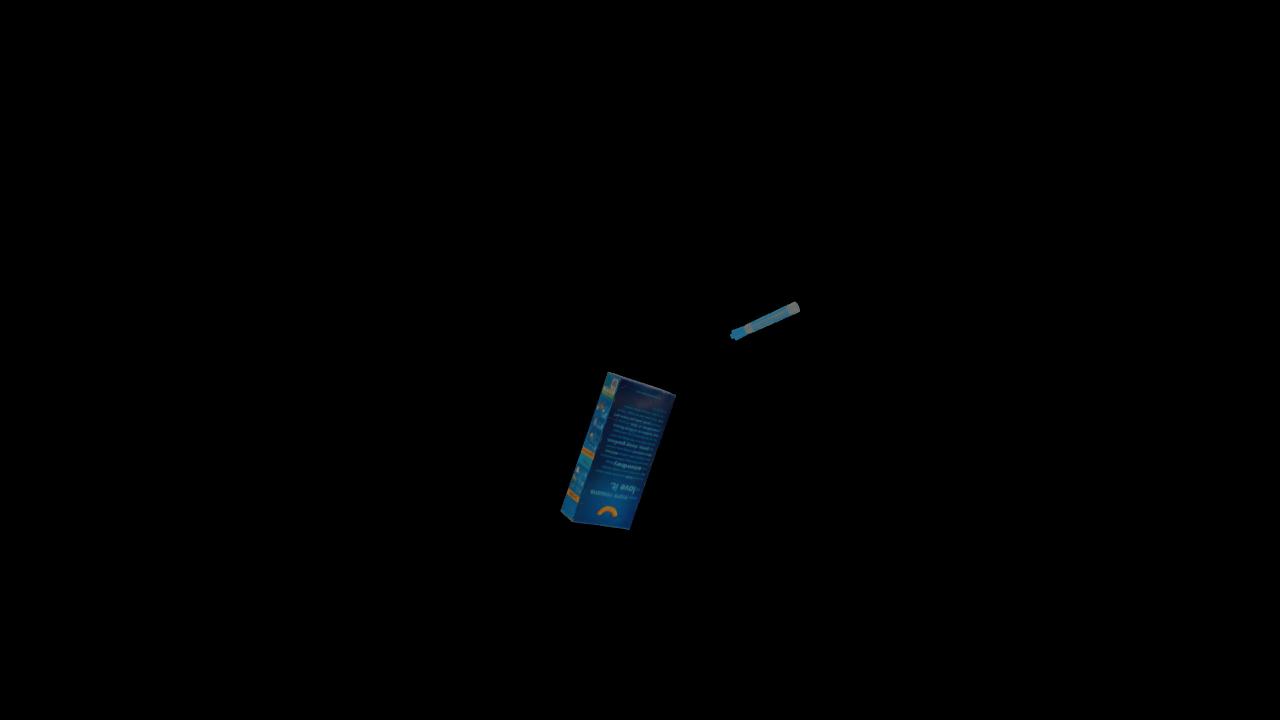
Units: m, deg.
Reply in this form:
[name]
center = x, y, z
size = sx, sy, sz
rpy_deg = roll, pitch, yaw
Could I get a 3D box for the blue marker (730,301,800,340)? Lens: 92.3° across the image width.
[blue marker]
center = 0.201, -0.062, 1.001
size = 0.121, 0.020, 0.020
rpy_deg = -26, -12, 27

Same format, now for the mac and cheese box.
[mac and cheese box]
center = -0.026, 0.116, 0.773
size = 0.093, 0.184, 0.041
rpy_deg = 19, 1, -36
